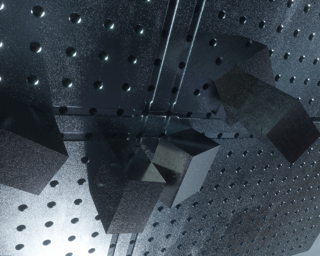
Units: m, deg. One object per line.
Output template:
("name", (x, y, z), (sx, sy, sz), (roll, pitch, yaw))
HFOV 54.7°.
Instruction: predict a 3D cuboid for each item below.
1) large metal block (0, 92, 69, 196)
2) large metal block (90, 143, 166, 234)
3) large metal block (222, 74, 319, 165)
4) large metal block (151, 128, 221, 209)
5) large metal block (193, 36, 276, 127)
("large metal block", (-0.146, 0.011, 0.303), (0.080, 0.080, 0.050), (33, 100, -39))
("large metal block", (-0.045, 0.077, 0.400), (0.050, 0.080, 0.079), (10, 113, -33))
("large metal block", (0.136, -0.011, 0.381), (0.050, 0.080, 0.080), (-48, 130, 5))
("large metal block", (0.030, 0.052, 0.426), (0.081, 0.050, 0.079), (-13, 129, -54))
("large metal block", (0.102, -0.062, 0.414), (0.080, 0.050, 0.080), (-34, 129, -6))
